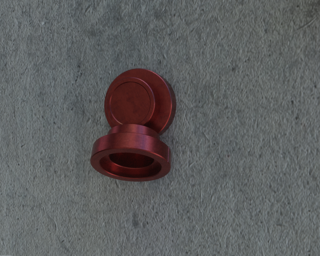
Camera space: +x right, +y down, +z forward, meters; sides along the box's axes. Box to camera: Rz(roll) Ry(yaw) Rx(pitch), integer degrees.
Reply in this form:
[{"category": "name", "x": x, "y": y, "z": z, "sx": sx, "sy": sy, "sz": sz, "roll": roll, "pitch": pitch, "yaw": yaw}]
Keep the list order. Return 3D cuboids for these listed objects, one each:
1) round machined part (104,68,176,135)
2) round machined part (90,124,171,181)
[{"category": "round machined part", "x": -0.031, "y": -0.031, "z": 0.411, "sx": 0.098, "sy": 0.042, "sz": 0.097, "roll": 0, "pitch": 90, "yaw": 20}, {"category": "round machined part", "x": -0.035, "y": 0.030, "z": 0.391, "sx": 0.098, "sy": 0.098, "sz": 0.042, "roll": -9, "pitch": 56, "yaw": 20}]
